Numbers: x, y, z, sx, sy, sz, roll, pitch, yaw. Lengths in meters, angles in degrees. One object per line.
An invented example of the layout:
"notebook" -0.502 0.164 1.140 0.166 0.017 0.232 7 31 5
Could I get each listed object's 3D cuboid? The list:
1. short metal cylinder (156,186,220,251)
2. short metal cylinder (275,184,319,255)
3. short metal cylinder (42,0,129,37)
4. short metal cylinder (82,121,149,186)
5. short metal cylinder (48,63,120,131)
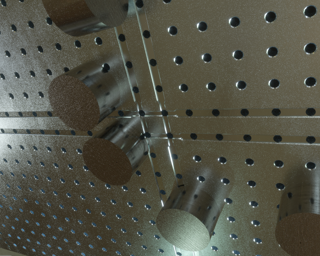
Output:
"short metal cylinder" 0.041 0.132 0.454 0.080 0.050 0.079 13 124 20
"short metal cylinder" 0.183 0.115 0.370 0.080 0.050 0.079 13 124 20
"short metal cylinder" -0.077 -0.142 0.327 0.050 0.080 0.080 -4 117 30
"short metal cylinder" -0.064 0.036 0.449 0.080 0.050 0.079 13 124 20
"short metal cylinder" -0.102 -0.042 0.421 0.080 0.050 0.079 13 124 20
